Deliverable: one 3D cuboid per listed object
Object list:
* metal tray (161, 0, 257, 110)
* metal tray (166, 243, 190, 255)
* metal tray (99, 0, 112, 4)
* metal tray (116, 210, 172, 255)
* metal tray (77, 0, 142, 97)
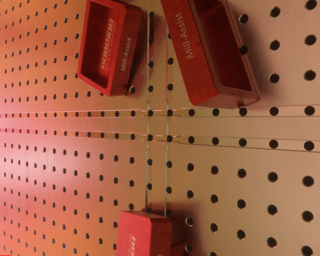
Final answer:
[{"bbox_3d":[0.052,-0.086,0.324,0.030,0.091,0.130,-24,75,38],"label":"metal tray"},{"bbox_3d":[0.031,0.223,0.381,0.130,0.030,0.090,48,118,29],"label":"metal tray"},{"bbox_3d":[-0.055,-0.255,0.453,0.130,0.030,0.090,-16,80,39],"label":"metal tray"},{"bbox_3d":[-0.025,0.177,0.397,0.090,0.030,0.129,-12,72,57],"label":"metal tray"},{"bbox_3d":[-0.079,-0.122,0.459,0.090,0.030,0.129,32,119,35],"label":"metal tray"}]
